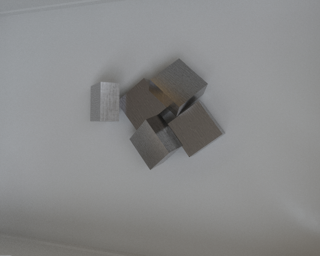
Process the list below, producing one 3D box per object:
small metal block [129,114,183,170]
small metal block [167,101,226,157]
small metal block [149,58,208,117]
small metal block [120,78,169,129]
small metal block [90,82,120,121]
[{"bbox_3d":[-0.006,0.018,0.398,0.050,0.025,0.050,55,137,12],"label":"small metal block"},{"bbox_3d":[0.046,0.001,0.392,0.050,0.025,0.050,-37,79,16],"label":"small metal block"},{"bbox_3d":[0.022,-0.051,0.388,0.050,0.025,0.050,-40,75,-21],"label":"small metal block"},{"bbox_3d":[-0.021,-0.030,0.415,0.050,0.025,0.050,-39,78,15],"label":"small metal block"},{"bbox_3d":[-0.075,-0.034,0.420,0.050,0.025,0.050,1,90,63],"label":"small metal block"}]
